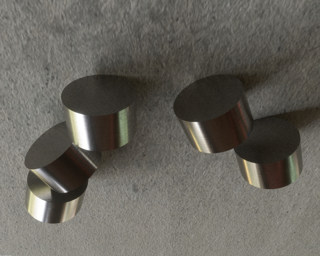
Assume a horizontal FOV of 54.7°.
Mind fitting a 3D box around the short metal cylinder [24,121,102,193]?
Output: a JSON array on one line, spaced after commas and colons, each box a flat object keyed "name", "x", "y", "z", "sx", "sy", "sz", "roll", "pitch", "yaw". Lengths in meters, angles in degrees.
[{"name": "short metal cylinder", "x": -0.124, "y": 0.036, "z": 0.400, "sx": 0.080, "sy": 0.080, "sz": 0.050, "roll": -21, "pitch": 127, "yaw": 17}]

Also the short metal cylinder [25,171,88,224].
[{"name": "short metal cylinder", "x": -0.148, "y": 0.088, "z": 0.444, "sx": 0.081, "sy": 0.080, "sz": 0.050, "roll": 14, "pitch": 129, "yaw": -12}]

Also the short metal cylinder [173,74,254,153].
[{"name": "short metal cylinder", "x": 0.062, "y": -0.017, "z": 0.358, "sx": 0.080, "sy": 0.080, "sz": 0.050, "roll": -18, "pitch": 128, "yaw": 14}]

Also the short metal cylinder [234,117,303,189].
[{"name": "short metal cylinder", "x": 0.139, "y": 0.032, "z": 0.400, "sx": 0.080, "sy": 0.080, "sz": 0.050, "roll": -15, "pitch": 129, "yaw": 12}]

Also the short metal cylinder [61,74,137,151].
[{"name": "short metal cylinder", "x": -0.067, "y": -0.019, "z": 0.354, "sx": 0.081, "sy": 0.080, "sz": 0.050, "roll": 2, "pitch": 130, "yaw": -2}]
